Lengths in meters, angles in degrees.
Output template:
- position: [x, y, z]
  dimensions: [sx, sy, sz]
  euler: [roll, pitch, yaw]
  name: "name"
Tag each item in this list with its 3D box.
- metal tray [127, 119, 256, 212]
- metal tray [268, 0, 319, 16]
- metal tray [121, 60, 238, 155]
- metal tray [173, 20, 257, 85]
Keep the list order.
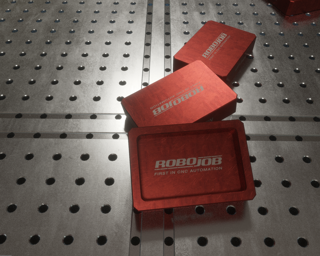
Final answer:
- position: [0.033, 0.042, 0.347]
  dimensions: [0.131, 0.030, 0.090]
  euler: [-5, 74, -5]
  name: "metal tray"
- position: [0.271, -0.288, 0.650]
  dimensions: [0.091, 0.030, 0.130]
  euler: [-16, 52, -14]
  name: "metal tray"
- position: [0.025, -0.030, 0.416]
  dimensions: [0.131, 0.030, 0.090]
  euler: [-29, 56, -11]
  name: "metal tray"
- position: [0.091, -0.123, 0.509]
  dimensions: [0.090, 0.030, 0.130]
  euler: [26, 54, 19]
  name: "metal tray"
